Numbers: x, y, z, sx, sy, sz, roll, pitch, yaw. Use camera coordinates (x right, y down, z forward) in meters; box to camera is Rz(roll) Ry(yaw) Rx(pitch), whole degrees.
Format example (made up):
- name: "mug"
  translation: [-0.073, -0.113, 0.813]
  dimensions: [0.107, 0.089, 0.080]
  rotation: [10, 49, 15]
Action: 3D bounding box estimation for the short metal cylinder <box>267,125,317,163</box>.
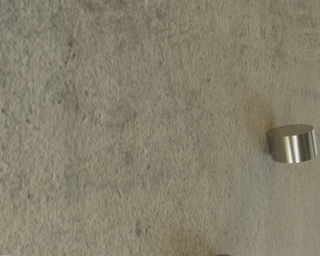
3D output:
- name: "short metal cylinder"
  translation: [0.247, 0.028, 0.580]
  dimensions: [0.081, 0.080, 0.050]
  rotation: [-22, 104, -38]
